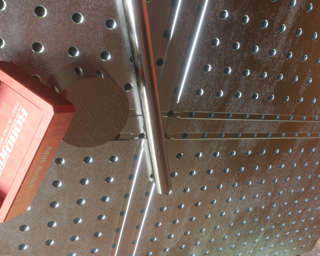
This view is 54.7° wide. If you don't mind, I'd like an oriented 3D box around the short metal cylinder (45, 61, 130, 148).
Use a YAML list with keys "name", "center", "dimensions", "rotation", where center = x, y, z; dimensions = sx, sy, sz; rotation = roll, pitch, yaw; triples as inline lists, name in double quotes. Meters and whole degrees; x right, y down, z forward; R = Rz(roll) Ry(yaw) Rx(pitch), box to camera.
- name: "short metal cylinder"
  center: [-0.080, -0.026, 0.336]
  dimensions: [0.081, 0.050, 0.079]
  rotation: [-14, 124, -21]

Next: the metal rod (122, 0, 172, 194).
- name: "metal rod"
  center: [-0.012, -0.030, 0.385]
  dimensions: [0.025, 0.025, 0.298]
  rotation: [-20, 126, -17]

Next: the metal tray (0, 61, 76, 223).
- name: "metal tray"
  center: [-0.148, 0.012, 0.296]
  dimensions: [0.129, 0.090, 0.030]
  rotation: [-60, 167, 15]
